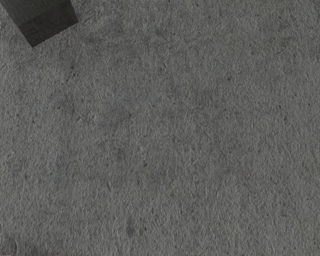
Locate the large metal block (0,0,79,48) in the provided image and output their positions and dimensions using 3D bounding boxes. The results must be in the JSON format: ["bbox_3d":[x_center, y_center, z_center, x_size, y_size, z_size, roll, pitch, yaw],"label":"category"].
[{"bbox_3d":[-0.183,-0.181,0.459,0.080,0.050,0.080,-35,74,-12],"label":"large metal block"}]
